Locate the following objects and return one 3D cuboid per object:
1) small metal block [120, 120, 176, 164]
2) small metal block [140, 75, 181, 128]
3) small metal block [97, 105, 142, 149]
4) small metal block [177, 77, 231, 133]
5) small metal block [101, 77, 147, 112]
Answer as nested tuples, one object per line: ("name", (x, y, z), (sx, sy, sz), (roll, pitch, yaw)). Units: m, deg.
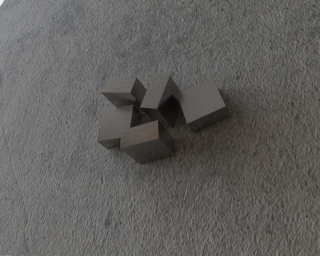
("small metal block", (-0.014, 0.019, 0.384), (0.050, 0.050, 0.025), (-16, 56, 19))
("small metal block", (0.004, -0.034, 0.407), (0.025, 0.050, 0.050), (7, 65, 31))
("small metal block", (-0.056, -0.001, 0.434), (0.050, 0.025, 0.050), (-9, 58, 23))
("small metal block", (0.055, -0.029, 0.393), (0.050, 0.025, 0.050), (-25, 53, 12))
("small metal block", (-0.046, -0.047, 0.441), (0.050, 0.050, 0.025), (4, 64, 30))
